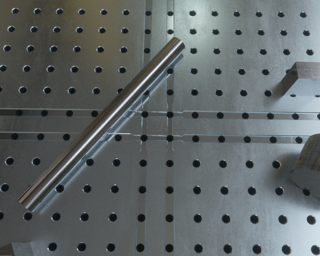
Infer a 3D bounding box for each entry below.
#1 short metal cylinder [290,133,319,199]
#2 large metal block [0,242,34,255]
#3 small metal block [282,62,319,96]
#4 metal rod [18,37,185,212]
[{"bbox_3d":[0.204,0.050,0.365,0.080,0.080,0.050,32,73,11],"label":"short metal cylinder"},{"bbox_3d":[-0.177,0.179,0.332,0.080,0.050,0.080,-23,72,-8],"label":"large metal block"},{"bbox_3d":[0.203,-0.066,0.424,0.050,0.050,0.025,1,70,0],"label":"small metal block"},{"bbox_3d":[-0.068,-0.015,0.416,0.025,0.025,0.301,38,74,12],"label":"metal rod"}]
